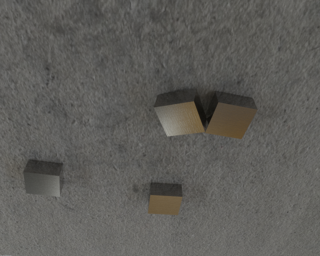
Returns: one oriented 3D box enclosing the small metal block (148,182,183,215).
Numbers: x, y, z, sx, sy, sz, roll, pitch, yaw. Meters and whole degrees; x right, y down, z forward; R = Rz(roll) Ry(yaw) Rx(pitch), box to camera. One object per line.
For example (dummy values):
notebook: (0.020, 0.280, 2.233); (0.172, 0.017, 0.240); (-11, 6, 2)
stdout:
small metal block: (0.008, 0.116, 0.507); (0.050, 0.025, 0.050); (4, 130, -4)

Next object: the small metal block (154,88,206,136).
small metal block: (0.027, -0.018, 0.386); (0.050, 0.025, 0.050); (-8, 131, 22)

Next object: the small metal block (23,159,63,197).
small metal block: (-0.175, 0.077, 0.470); (0.050, 0.025, 0.050); (8, 130, -7)

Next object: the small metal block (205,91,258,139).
small metal block: (0.088, -0.016, 0.395); (0.050, 0.025, 0.050); (10, 130, -9)
